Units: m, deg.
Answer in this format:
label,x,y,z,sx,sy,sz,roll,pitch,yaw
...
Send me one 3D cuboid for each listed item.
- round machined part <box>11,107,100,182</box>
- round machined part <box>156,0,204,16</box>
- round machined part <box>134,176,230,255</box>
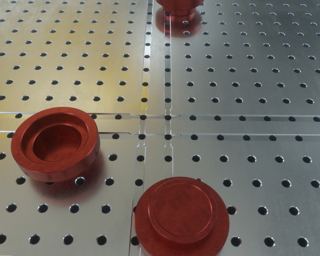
label,x,y,z,sx,sy,sz,roll,pitch,yaw
round machined part,-0.122,0.023,0.375,0.099,0.042,0.098,0,50,0
round machined part,0.039,-0.259,0.615,0.099,0.042,0.098,0,50,0
round machined part,0.023,0.092,0.320,0.099,0.042,0.098,0,50,0
